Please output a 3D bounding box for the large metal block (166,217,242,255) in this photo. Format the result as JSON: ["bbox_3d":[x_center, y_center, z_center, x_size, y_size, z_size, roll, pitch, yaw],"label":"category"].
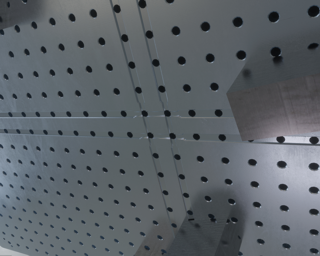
[{"bbox_3d":[0.064,0.181,0.454,0.080,0.080,0.050,-17,109,35],"label":"large metal block"}]

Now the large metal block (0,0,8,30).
[{"bbox_3d":[-0.267,-0.166,0.415,0.080,0.080,0.050,30,128,9],"label":"large metal block"}]

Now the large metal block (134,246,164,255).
[{"bbox_3d":[-0.027,0.280,0.564,0.050,0.080,0.080,6,121,25],"label":"large metal block"}]

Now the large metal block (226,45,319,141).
[{"bbox_3d":[0.118,-0.034,0.292,0.080,0.080,0.050,-10,113,32],"label":"large metal block"}]
